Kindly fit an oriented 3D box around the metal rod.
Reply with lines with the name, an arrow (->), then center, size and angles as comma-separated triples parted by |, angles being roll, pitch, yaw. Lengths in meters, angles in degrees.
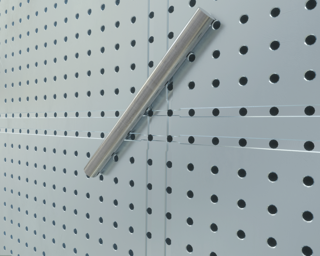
metal rod -> -0.028, -0.032, 0.433 | 0.299, 0.025, 0.025 | -51, 60, 28
